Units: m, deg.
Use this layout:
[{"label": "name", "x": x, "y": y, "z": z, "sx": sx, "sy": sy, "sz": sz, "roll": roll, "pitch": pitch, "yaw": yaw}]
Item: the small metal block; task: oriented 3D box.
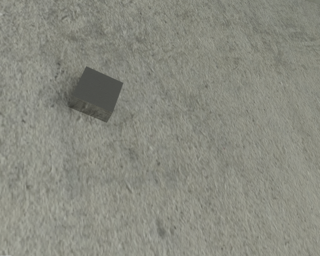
[{"label": "small metal block", "x": -0.079, "y": -0.042, "z": 0.386, "sx": 0.050, "sy": 0.025, "sz": 0.050, "roll": 23, "pitch": 53, "yaw": -14}]
